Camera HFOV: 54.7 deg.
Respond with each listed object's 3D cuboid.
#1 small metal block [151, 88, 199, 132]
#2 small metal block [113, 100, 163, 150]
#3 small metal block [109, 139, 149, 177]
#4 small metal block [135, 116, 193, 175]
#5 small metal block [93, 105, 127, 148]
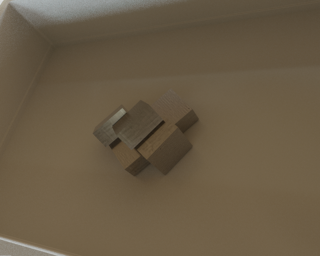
[{"bbox_3d":[0.013,-0.016,0.405,0.050,0.025,0.050,-41,51,0],"label":"small metal block"},{"bbox_3d":[-0.028,-0.005,0.373,0.050,0.025,0.050,-44,18,-3],"label":"small metal block"},{"bbox_3d":[-0.032,0.026,0.403,0.050,0.025,0.050,-41,51,0],"label":"small metal block"},{"bbox_3d":[0.006,0.022,0.370,0.050,0.050,0.025,-46,51,-4],"label":"small metal block"},{"bbox_3d":[-0.062,-0.004,0.422,0.050,0.025,0.050,-41,13,0],"label":"small metal block"}]
